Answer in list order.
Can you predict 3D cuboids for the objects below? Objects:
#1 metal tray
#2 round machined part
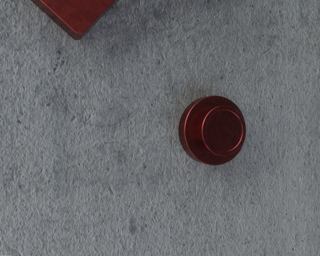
[{"bbox_3d":[-0.090,-0.184,0.373,0.090,0.030,0.130,42,76,-16],"label":"metal tray"},{"bbox_3d":[0.079,0.004,0.431,0.099,0.042,0.097,0,90,-21],"label":"round machined part"}]
